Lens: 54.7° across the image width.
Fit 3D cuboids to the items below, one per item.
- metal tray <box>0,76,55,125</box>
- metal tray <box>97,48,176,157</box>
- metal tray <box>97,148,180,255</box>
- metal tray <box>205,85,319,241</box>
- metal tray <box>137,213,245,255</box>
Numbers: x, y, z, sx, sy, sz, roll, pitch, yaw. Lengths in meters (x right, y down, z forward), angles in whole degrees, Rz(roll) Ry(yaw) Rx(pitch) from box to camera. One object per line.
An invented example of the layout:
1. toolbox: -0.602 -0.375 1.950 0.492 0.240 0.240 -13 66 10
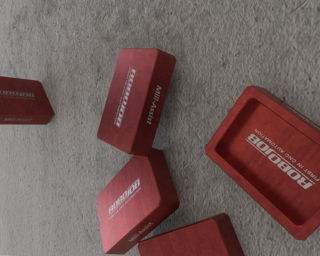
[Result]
1. metal tray: -0.269 -0.050 0.559 0.030 0.131 0.090 -45 63 31
2. metal tray: -0.034 -0.037 0.406 0.090 0.030 0.129 18 93 51
3. metal tray: -0.035 0.097 0.412 0.129 0.030 0.090 -48 41 29
4. metal tray: 0.117 0.029 0.304 0.130 0.030 0.089 45 117 30
5. metal tray: 0.038 0.164 0.371 0.130 0.030 0.090 -32 70 35
